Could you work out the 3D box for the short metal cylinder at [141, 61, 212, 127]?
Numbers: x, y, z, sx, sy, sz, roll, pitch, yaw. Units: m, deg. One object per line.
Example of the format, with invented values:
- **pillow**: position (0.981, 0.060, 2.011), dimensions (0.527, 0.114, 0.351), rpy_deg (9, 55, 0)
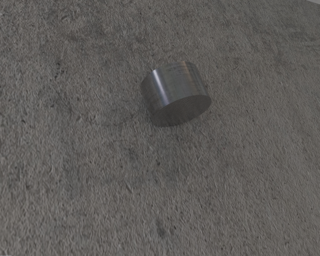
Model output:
- **short metal cylinder**: position (0.020, -0.042, 0.405), dimensions (0.081, 0.080, 0.050), rpy_deg (-7, 65, -31)
